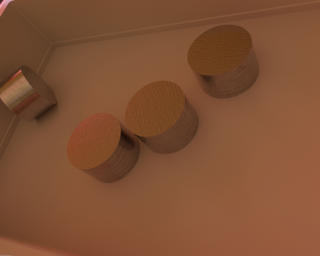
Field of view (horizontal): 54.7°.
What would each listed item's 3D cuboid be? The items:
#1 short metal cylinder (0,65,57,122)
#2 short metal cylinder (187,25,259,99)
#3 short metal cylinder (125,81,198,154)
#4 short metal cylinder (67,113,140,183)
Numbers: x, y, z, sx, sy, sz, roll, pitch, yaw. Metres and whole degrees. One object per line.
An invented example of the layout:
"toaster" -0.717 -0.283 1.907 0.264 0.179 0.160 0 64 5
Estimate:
"short metal cylinder" -0.222 -0.058 0.519 0.050 0.080 0.080 -37 51 4
"short metal cylinder" 0.082 -0.085 0.398 0.080 0.050 0.080 -13 56 20
"short metal cylinder" 0.003 -0.013 0.395 0.080 0.050 0.080 -13 56 20
"short metal cylinder" -0.074 0.027 0.411 0.080 0.050 0.080 -13 56 20
